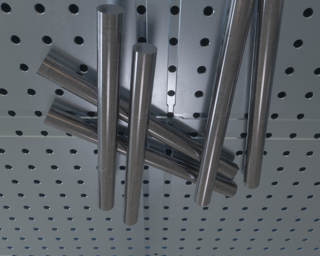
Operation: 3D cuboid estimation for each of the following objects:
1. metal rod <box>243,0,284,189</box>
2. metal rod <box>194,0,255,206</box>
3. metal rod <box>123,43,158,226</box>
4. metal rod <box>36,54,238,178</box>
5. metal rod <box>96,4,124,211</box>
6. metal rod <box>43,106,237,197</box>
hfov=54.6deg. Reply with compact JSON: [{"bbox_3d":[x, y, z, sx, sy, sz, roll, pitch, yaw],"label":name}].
[{"bbox_3d":[0.125,-0.028,0.388,0.025,0.025,0.299,-5,130,4],"label":"metal rod"},{"bbox_3d":[0.072,-0.018,0.375,0.025,0.025,0.298,3,124,-3],"label":"metal rod"},{"bbox_3d":[-0.031,0.034,0.405,0.025,0.025,0.298,5,130,-4],"label":"metal rod"},{"bbox_3d":[-0.012,-0.004,0.407,0.301,0.025,0.025,29,124,-23],"label":"metal rod"},{"bbox_3d":[-0.064,0.004,0.379,0.025,0.025,0.298,5,130,-5],"label":"metal rod"},{"bbox_3d":[-0.014,0.041,0.445,0.301,0.025,0.025,24,126,-20],"label":"metal rod"}]
